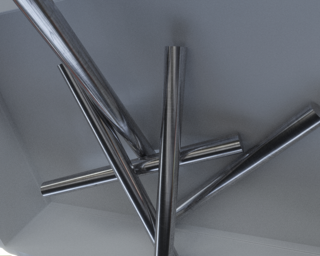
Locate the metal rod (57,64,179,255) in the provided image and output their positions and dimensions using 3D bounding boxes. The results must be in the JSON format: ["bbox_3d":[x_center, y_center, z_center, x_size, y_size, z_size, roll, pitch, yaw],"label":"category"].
[{"bbox_3d":[-0.045,0.054,0.393,0.025,0.025,0.299,-14,110,33],"label":"metal rod"}]

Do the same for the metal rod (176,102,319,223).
[{"bbox_3d":[0.082,0.069,0.406,0.025,0.025,0.298,42,129,-1],"label":"metal rod"}]

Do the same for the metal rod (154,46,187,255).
[{"bbox_3d":[0.010,0.055,0.377,0.025,0.025,0.298,9,104,23],"label":"metal rod"}]

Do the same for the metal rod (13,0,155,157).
[{"bbox_3d":[-0.064,-0.040,0.327,0.025,0.025,0.299,6,150,25],"label":"metal rod"}]

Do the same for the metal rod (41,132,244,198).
[{"bbox_3d":[-0.039,0.056,0.422,0.300,0.025,0.025,-16,111,21],"label":"metal rod"}]
